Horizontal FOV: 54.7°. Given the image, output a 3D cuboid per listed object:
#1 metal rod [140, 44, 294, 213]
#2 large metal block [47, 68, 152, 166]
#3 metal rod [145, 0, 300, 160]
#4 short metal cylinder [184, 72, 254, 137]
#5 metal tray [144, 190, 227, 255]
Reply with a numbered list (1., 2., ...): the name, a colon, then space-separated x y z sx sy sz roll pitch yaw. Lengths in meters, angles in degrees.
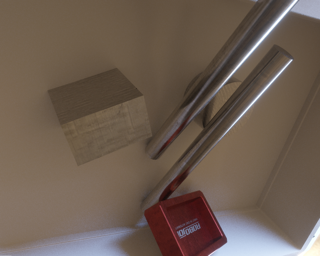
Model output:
1. metal rod: 0.053 0.024 0.396 0.025 0.025 0.298 10 131 -33
2. large metal block: -0.065 -0.016 0.329 0.081 0.080 0.050 -22 127 -16
3. metal rod: 0.051 -0.045 0.317 0.025 0.025 0.298 -1 149 -29
4. short metal cylinder: 0.078 -0.033 0.417 0.081 0.050 0.079 -14 124 -21
5. metal tray: 0.042 0.144 0.449 0.030 0.090 0.131 -37 159 25
